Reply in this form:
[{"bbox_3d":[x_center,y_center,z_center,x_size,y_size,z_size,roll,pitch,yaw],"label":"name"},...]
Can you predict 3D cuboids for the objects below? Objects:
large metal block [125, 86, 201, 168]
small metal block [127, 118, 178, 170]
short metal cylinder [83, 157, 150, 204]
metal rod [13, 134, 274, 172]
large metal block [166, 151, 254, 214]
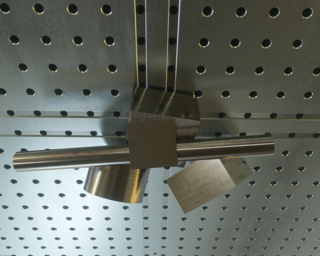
[{"bbox_3d":[-0.001,0.000,0.390,0.081,0.050,0.079,8,130,-7],"label":"large metal block"},{"bbox_3d":[-0.007,0.017,0.340,0.050,0.025,0.050,-4,95,3],"label":"small metal block"},{"bbox_3d":[-0.057,0.066,0.418,0.081,0.080,0.050,15,86,-13],"label":"short metal cylinder"},{"bbox_3d":[-0.022,0.030,0.367,0.302,0.025,0.025,-4,130,3],"label":"metal rod"},{"bbox_3d":[0.069,0.066,0.419,0.080,0.050,0.080,-37,165,27],"label":"large metal block"}]
